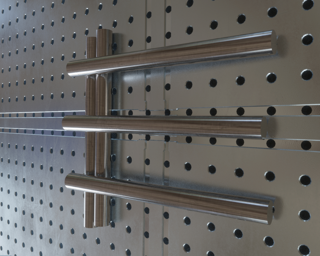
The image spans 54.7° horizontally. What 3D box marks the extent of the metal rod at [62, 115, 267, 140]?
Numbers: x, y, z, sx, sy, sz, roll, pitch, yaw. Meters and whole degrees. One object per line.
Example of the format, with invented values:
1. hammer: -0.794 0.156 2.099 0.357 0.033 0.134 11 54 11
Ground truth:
1. metal rod: -0.018 -0.004 0.402 0.300 0.025 0.025 2 91 33

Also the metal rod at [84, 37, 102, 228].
1. metal rod: -0.107 0.007 0.494 0.025 0.025 0.298 1 91 39

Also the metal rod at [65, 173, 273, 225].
1. metal rod: -0.013 0.084 0.399 0.300 0.025 0.025 1 91 33

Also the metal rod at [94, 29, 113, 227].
1. metal rod: -0.088 0.000 0.478 0.025 0.025 0.298 1 91 39

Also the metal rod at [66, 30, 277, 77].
1. metal rod: -0.010 -0.089 0.396 0.300 0.025 0.025 1 91 33
